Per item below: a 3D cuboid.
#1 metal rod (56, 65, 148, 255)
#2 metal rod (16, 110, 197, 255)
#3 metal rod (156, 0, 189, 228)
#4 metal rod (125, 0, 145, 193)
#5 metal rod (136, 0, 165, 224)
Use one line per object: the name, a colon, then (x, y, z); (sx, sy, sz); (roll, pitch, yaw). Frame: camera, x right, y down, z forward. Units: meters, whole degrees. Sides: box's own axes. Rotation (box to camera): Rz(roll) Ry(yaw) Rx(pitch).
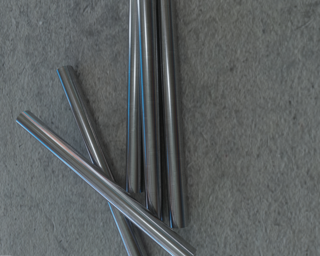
metal rod: (-0.082, 0.050, 0.436); (0.025, 0.025, 0.299); (-26, 82, 18)
metal rod: (-0.080, 0.070, 0.408); (0.300, 0.025, 0.025); (36, 101, 16)
metal rod: (0.015, -0.023, 0.402); (0.025, 0.025, 0.298); (-4, 89, 19)
metal rod: (-0.032, -0.063, 0.419); (0.025, 0.025, 0.298); (1, 90, 19)
metal rod: (-0.012, -0.025, 0.402); (0.025, 0.025, 0.298); (-1, 93, 19)
